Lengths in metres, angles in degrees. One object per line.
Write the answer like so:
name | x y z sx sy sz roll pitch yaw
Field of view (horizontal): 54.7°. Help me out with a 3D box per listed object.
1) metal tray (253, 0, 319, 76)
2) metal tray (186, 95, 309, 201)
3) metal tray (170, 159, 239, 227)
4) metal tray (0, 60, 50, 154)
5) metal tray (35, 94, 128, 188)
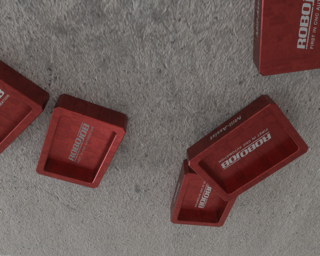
metal tray | 0.142 -0.119 0.304 0.090 0.030 0.129 -7 130 6
metal tray | 0.112 0.030 0.406 0.130 0.030 0.090 -38 113 15
metal tray | 0.071 0.107 0.495 0.091 0.030 0.129 6 130 -6
metal tray | -0.213 -0.022 0.383 0.130 0.030 0.090 -37 122 27
metal tray | -0.109 0.024 0.422 0.091 0.030 0.129 19 128 -16
